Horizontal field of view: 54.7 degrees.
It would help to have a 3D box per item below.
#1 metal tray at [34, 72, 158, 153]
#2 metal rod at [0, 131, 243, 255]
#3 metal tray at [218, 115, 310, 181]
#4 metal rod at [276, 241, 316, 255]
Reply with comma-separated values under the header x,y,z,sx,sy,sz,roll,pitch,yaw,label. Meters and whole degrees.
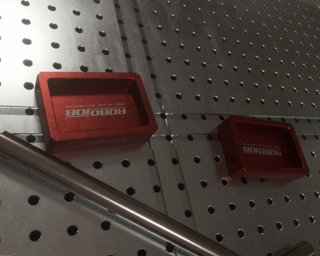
x,y,z,sx,sy,sz,roll,pitch,yaw,label
-0.076,-0.024,0.379,0.131,0.030,0.090,-6,65,-31,metal tray
-0.034,0.088,0.337,0.301,0.025,0.025,30,52,-9,metal rod
0.159,0.032,0.473,0.131,0.030,0.090,6,59,-26,metal tray
0.073,0.187,0.334,0.303,0.025,0.025,-10,67,-33,metal rod
